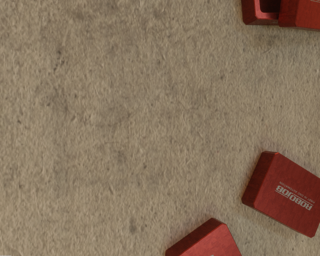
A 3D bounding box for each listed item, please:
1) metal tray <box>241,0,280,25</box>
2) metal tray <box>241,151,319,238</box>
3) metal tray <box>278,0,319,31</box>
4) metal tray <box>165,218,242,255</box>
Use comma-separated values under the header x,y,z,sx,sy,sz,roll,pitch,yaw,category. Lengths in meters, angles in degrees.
x,y,z,sx,sy,sz,roll,pitch,yaw,category
0.188,-0.207,0.477,0.131,0.030,0.089,-6,92,-20,metal tray
0.200,0.103,0.483,0.131,0.030,0.090,30,80,-18,metal tray
0.237,-0.195,0.468,0.131,0.030,0.089,-7,108,-33,metal tray
0.076,0.206,0.436,0.091,0.030,0.129,-30,100,-18,metal tray
